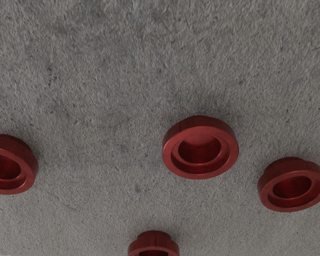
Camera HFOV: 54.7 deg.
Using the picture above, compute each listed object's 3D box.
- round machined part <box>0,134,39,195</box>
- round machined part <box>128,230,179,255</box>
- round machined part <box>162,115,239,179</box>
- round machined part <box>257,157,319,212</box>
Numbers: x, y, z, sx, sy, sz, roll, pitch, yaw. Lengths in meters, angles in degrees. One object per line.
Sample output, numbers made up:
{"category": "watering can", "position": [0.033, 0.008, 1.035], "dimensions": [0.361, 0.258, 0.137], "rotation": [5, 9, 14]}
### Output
{"category": "round machined part", "position": [-0.220, 0.047, 0.434], "dimensions": [0.099, 0.042, 0.097], "rotation": [0, 130, 0]}
{"category": "round machined part", "position": [-0.012, 0.233, 0.594], "dimensions": [0.099, 0.042, 0.097], "rotation": [0, 130, 0]}
{"category": "round machined part", "position": [0.052, 0.022, 0.415], "dimensions": [0.099, 0.042, 0.097], "rotation": [0, 130, 0]}
{"category": "round machined part", "position": [0.196, 0.081, 0.467], "dimensions": [0.099, 0.042, 0.097], "rotation": [0, 130, 0]}
